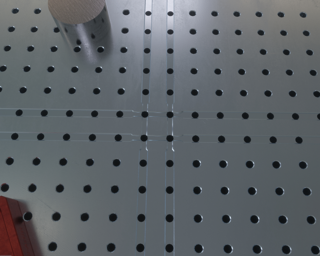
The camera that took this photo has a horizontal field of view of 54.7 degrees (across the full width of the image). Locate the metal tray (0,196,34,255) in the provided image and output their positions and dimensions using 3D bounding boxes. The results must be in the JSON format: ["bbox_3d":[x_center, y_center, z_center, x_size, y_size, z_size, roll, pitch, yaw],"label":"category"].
[{"bbox_3d":[-0.195,0.155,0.350,0.091,0.030,0.130,-24,72,-9],"label":"metal tray"}]

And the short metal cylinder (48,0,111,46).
[{"bbox_3d":[-0.117,-0.171,0.460,0.081,0.050,0.080,0,70,0],"label":"short metal cylinder"}]
